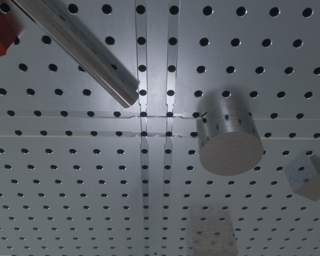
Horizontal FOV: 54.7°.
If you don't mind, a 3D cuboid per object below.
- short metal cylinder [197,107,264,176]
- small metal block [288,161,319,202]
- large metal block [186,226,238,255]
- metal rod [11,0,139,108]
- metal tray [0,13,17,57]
[{"bbox_3d":[0.090,0.018,0.412,0.081,0.050,0.079,0,130,0],"label":"short metal cylinder"},{"bbox_3d":[0.241,0.085,0.486,0.050,0.025,0.050,23,126,-19],"label":"small metal block"},{"bbox_3d":[0.097,0.234,0.596,0.081,0.050,0.079,3,130,-3],"label":"large metal block"},{"bbox_3d":[-0.127,-0.124,0.304,0.025,0.025,0.300,-31,124,23],"label":"metal rod"},{"bbox_3d":[-0.232,-0.105,0.317,0.130,0.030,0.090,-13,129,10],"label":"metal tray"}]
